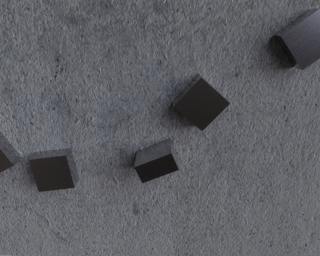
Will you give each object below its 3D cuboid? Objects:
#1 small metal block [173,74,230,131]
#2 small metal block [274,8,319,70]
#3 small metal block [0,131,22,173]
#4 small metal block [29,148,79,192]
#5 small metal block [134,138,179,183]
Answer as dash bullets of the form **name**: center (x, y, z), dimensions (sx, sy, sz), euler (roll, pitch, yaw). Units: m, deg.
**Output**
- **small metal block**: center (0.052, -0.033, 0.398), dimensions (0.050, 0.025, 0.050), euler (40, 105, -14)
- **small metal block**: center (0.176, -0.106, 0.372), dimensions (0.050, 0.025, 0.050), euler (-36, 107, 12)
- **small metal block**: center (-0.230, 0.037, 0.421), dimensions (0.050, 0.025, 0.050), euler (-28, 108, 9)
- **small metal block**: center (-0.146, 0.058, 0.430), dimensions (0.050, 0.025, 0.050), euler (-7, 110, 2)
- **small metal block**: center (-0.004, 0.042, 0.412), dimensions (0.050, 0.050, 0.025), euler (-21, 109, 7)
